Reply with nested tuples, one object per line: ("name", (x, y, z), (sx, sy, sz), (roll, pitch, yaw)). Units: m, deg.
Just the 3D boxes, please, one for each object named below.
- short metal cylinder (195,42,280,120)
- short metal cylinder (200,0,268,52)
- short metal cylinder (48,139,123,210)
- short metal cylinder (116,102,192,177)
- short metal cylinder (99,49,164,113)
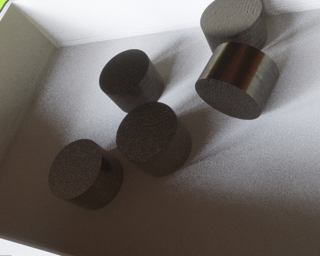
("short metal cylinder", (0.088, -0.052, 0.356), (0.080, 0.080, 0.050), (20, 73, 35))
("short metal cylinder", (0.101, -0.137, 0.421), (0.080, 0.050, 0.080), (-13, 56, 21))
("short metal cylinder", (-0.096, 0.061, 0.403), (0.080, 0.050, 0.080), (-13, 56, 21))
("short metal cylinder", (-0.007, 0.014, 0.385), (0.080, 0.050, 0.080), (-13, 56, 21))
("short metal cylinder", (-0.041, -0.068, 0.453), (0.080, 0.050, 0.080), (-13, 56, 21))
